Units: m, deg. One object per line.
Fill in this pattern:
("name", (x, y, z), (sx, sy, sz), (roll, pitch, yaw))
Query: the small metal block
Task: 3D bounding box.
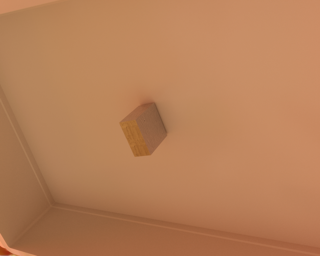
("small metal block", (-0.020, 0.002, 0.400), (0.025, 0.050, 0.050), (-9, 113, 32))
